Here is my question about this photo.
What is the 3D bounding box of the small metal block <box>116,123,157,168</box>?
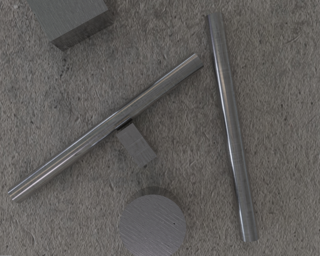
[{"bbox_3d":[-0.028,0.021,0.397,0.025,0.050,0.050,-36,90,0],"label":"small metal block"}]

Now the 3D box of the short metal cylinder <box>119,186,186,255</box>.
[{"bbox_3d":[-0.009,0.120,0.398,0.081,0.050,0.080,0,90,0],"label":"short metal cylinder"}]

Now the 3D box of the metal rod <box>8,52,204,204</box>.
[{"bbox_3d":[-0.070,0.000,0.409,0.301,0.025,0.025,-37,90,0],"label":"metal rod"}]

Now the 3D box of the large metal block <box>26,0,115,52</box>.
[{"bbox_3d":[-0.117,-0.158,0.396,0.080,0.050,0.080,-29,90,0],"label":"large metal block"}]

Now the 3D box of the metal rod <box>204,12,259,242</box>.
[{"bbox_3d":[0.095,-0.001,0.410,0.025,0.025,0.298,-9,90,0],"label":"metal rod"}]
